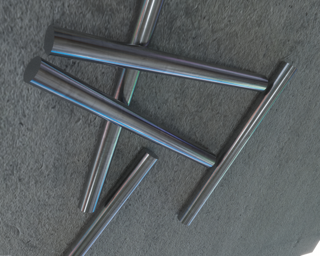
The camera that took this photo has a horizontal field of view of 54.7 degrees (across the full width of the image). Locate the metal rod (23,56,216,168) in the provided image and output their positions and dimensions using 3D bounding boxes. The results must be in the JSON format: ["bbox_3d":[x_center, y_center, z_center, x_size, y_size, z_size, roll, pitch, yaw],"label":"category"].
[{"bbox_3d":[-0.016,0.000,0.370,0.301,0.025,0.025,28,103,-46],"label":"metal rod"}]

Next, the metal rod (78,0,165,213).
[{"bbox_3d":[-0.049,-0.024,0.364,0.025,0.025,0.298,7,115,-32],"label":"metal rod"}]

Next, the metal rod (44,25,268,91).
[{"bbox_3d":[0.026,-0.069,0.352,0.302,0.025,0.025,2,118,-38],"label":"metal rod"}]

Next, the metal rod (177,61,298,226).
[{"bbox_3d":[0.115,0.032,0.489,0.025,0.025,0.299,21,107,-36],"label":"metal rod"}]

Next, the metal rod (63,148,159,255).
[{"bbox_3d":[-0.100,0.152,0.445,0.025,0.025,0.299,30,102,-38],"label":"metal rod"}]
